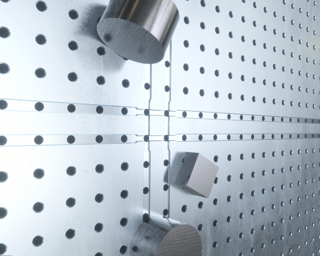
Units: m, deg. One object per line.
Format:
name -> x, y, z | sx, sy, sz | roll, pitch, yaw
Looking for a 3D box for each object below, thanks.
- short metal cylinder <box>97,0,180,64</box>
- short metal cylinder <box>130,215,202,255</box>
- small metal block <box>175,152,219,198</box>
short metal cylinder -> -0.024, -0.117, 0.353 | 0.080, 0.080, 0.050 | 33, 69, -35
short metal cylinder -> 0.008, 0.159, 0.400 | 0.081, 0.050, 0.079 | 0, 90, -40
small metal block -> 0.055, 0.069, 0.456 | 0.050, 0.025, 0.050 | 36, 68, -34
